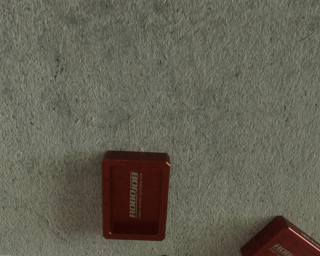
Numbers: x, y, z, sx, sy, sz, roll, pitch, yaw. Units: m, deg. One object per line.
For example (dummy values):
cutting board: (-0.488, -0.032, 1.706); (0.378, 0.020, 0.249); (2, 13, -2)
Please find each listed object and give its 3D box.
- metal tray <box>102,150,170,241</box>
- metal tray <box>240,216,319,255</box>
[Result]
metal tray: (-0.035, 0.098, 0.442); (0.091, 0.030, 0.129); (3, 110, -1)
metal tray: (0.205, 0.206, 0.484); (0.130, 0.030, 0.090); (37, 106, -13)
